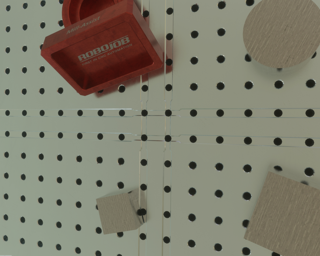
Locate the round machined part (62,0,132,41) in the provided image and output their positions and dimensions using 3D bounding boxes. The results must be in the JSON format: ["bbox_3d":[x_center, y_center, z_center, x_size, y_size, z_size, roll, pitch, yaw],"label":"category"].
[{"bbox_3d":[-0.083,-0.159,0.432,0.098,0.042,0.097,0,90,20],"label":"round machined part"}]

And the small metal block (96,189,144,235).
[{"bbox_3d":[-0.056,0.116,0.431,0.050,0.025,0.050,-15,85,19],"label":"small metal block"}]

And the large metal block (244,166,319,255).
[{"bbox_3d":[0.148,0.097,0.347,0.080,0.050,0.080,20,97,18],"label":"large metal block"}]

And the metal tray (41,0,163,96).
[{"bbox_3d":[-0.073,-0.098,0.402,0.130,0.090,0.030,-17,50,19],"label":"metal tray"}]

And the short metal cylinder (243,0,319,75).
[{"bbox_3d":[0.138,-0.103,0.351,0.080,0.050,0.079,0,90,19],"label":"short metal cylinder"}]
